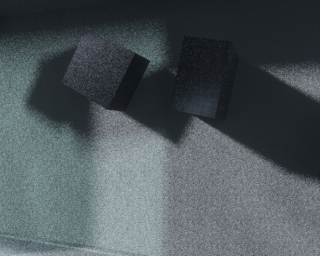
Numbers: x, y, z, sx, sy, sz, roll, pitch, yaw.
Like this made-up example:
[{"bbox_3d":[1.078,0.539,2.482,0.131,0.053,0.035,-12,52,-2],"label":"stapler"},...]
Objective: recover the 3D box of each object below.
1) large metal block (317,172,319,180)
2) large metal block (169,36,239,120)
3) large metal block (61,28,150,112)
[{"bbox_3d":[0.207,0.035,0.308,0.050,0.080,0.080,32,100,17],"label":"large metal block"},{"bbox_3d":[0.055,-0.054,0.362,0.050,0.080,0.080,13,94,19],"label":"large metal block"},{"bbox_3d":[-0.073,-0.077,0.423,0.080,0.050,0.080,30,100,17],"label":"large metal block"}]
